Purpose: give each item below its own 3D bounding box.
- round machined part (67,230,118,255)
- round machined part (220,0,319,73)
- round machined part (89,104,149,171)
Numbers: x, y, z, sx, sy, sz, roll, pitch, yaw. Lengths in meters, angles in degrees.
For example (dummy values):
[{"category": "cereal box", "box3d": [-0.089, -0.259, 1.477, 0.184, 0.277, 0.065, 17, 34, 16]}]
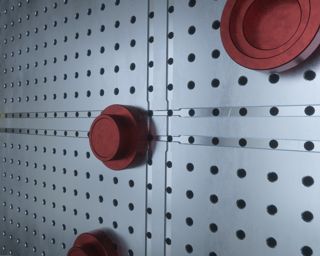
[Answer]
[{"category": "round machined part", "box3d": [-0.112, 0.217, 0.493, 0.098, 0.042, 0.097, 0, 90, 40]}, {"category": "round machined part", "box3d": [0.113, -0.103, 0.306, 0.098, 0.042, 0.097, 0, 90, 40]}, {"category": "round machined part", "box3d": [-0.067, 0.014, 0.455, 0.098, 0.042, 0.097, 0, 90, 40]}]
